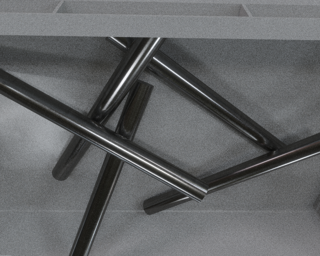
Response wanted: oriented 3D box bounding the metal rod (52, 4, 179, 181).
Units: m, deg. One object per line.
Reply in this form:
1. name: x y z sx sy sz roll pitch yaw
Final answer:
1. metal rod: -0.072 -0.017 0.372 0.025 0.025 0.298 25 132 -20

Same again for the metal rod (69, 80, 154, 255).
1. metal rod: -0.073 0.081 0.401 0.025 0.025 0.298 18 104 -15

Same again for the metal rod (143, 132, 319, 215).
1. metal rod: 0.095 0.074 0.451 0.299 0.025 0.025 -28 125 29

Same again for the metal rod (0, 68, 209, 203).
1. metal rod: -0.080 0.003 0.356 0.301 0.025 0.025 29 126 -3

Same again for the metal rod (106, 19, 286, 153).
1. metal rod: 0.067 -0.030 0.384 0.301 0.025 0.025 32 123 -25
